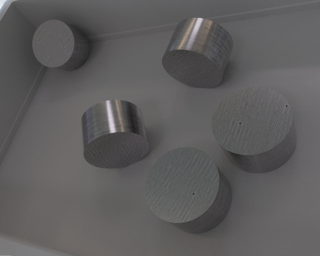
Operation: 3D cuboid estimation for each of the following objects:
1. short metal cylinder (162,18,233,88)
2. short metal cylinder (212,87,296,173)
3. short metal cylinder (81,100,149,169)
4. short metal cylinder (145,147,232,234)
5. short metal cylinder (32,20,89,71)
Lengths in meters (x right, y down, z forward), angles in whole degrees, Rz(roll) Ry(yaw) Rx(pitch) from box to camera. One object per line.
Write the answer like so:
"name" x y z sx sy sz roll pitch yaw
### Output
"short metal cylinder" 0.049 -0.095 0.403 0.080 0.080 0.050 9 66 32
"short metal cylinder" 0.102 0.003 0.334 0.080 0.050 0.080 -13 56 21
"short metal cylinder" -0.058 0.010 0.395 0.080 0.080 0.050 -25 53 13
"short metal cylinder" 0.031 0.067 0.332 0.080 0.050 0.080 -13 56 21
"short metal cylinder" -0.174 -0.144 0.546 0.080 0.050 0.079 1 94 14
